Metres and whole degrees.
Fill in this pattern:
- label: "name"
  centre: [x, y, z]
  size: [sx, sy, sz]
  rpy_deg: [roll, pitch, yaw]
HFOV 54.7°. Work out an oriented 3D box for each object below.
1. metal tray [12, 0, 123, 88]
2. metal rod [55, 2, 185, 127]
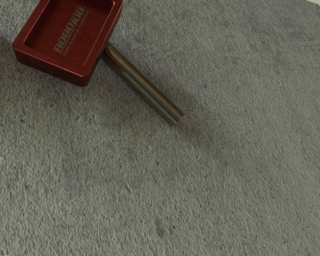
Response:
- label: "metal tray"
  centre: [-0.111, -0.126, 0.392]
  size: [0.090, 0.030, 0.130]
  rpy_deg: [22, 66, -8]
- label: "metal rod"
  centre: [-0.083, -0.114, 0.428]
  size: [0.300, 0.025, 0.025]
  rpy_deg: [44, 51, 2]
